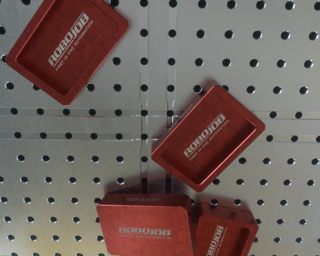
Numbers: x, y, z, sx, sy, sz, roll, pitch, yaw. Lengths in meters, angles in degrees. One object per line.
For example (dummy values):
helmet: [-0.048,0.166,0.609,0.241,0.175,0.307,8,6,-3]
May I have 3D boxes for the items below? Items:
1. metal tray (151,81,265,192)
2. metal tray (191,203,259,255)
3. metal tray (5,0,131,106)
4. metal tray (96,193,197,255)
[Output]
metal tray: [0.061,0.014,0.416,0.090,0.030,0.130,38,106,-13]
metal tray: [0.086,0.185,0.479,0.090,0.030,0.129,12,110,-5]
metal tray: [-0.109,-0.103,0.371,0.090,0.030,0.130,38,106,-13]
metal tray: [-0.018,0.141,0.445,0.130,0.030,0.089,-3,111,16]
